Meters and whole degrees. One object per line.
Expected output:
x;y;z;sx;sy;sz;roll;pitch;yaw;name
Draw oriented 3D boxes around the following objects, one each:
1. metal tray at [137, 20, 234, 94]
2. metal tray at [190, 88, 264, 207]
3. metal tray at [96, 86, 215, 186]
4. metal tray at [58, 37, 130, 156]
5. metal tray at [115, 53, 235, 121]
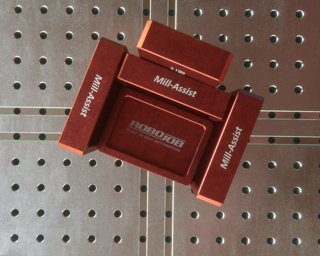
0.025;-0.075;0.360;0.090;0.130;0.030;22;91;0;metal tray
0.077;0.021;0.381;0.030;0.090;0.129;22;90;0;metal tray
-0.006;0.011;0.410;0.131;0.030;0.090;22;90;-1;metal tray
-0.074;-0.035;0.380;0.030;0.090;0.130;22;90;0;metal tray
0.017;-0.046;0.381;0.131;0.090;0.030;22;91;-1;metal tray
